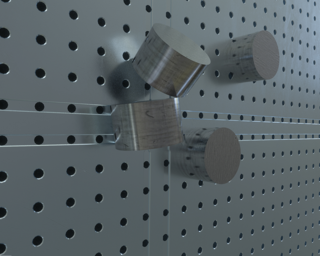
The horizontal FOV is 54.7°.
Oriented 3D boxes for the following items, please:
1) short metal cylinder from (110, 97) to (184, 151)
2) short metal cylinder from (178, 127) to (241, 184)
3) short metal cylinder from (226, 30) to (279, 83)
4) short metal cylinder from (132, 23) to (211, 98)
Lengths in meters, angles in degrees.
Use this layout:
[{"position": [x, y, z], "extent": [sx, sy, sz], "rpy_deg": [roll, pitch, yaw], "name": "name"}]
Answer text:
[{"position": [-0.015, -0.006, 0.361], "extent": [0.081, 0.080, 0.050], "rpy_deg": [-12, 98, -39], "name": "short metal cylinder"}, {"position": [0.073, 0.039, 0.454], "extent": [0.081, 0.050, 0.079], "rpy_deg": [0, 90, -40], "name": "short metal cylinder"}, {"position": [0.158, -0.119, 0.525], "extent": [0.081, 0.050, 0.079], "rpy_deg": [0, 90, -40], "name": "short metal cylinder"}, {"position": [0.014, -0.082, 0.376], "extent": [0.080, 0.050, 0.080], "rpy_deg": [26, 31, -17], "name": "short metal cylinder"}]
